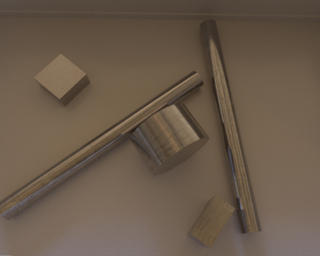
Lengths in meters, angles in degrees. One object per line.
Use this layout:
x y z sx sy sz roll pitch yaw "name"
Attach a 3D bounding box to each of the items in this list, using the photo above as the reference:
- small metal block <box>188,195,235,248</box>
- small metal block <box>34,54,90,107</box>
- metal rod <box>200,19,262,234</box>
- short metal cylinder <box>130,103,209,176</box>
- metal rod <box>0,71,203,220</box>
0.058 0.109 0.357 0.025 0.050 0.050 34 73 11 "small metal block"
-0.136 -0.067 0.432 0.050 0.025 0.050 38 74 12 "small metal block"
0.090 -0.016 0.416 0.025 0.025 0.299 -6 70 -3 "metal rod"
0.012 0.015 0.375 0.080 0.080 0.050 -31 73 -11 "short metal cylinder"
-0.067 0.015 0.403 0.301 0.025 0.025 -35 74 -12 "metal rod"
